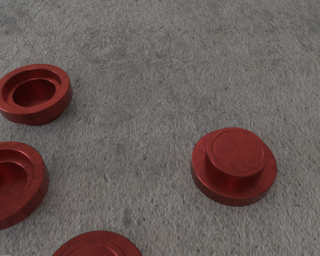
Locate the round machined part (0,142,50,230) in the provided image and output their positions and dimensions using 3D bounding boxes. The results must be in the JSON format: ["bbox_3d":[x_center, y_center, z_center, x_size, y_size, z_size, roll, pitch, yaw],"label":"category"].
[{"bbox_3d":[-0.170,0.066,0.336,0.099,0.042,0.098,0,50,0],"label":"round machined part"}]

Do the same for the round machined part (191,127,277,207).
[{"bbox_3d":[0.087,0.037,0.361,0.099,0.042,0.098,0,50,0],"label":"round machined part"}]

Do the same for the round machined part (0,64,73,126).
[{"bbox_3d":[-0.170,-0.041,0.426,0.099,0.042,0.098,0,50,0],"label":"round machined part"}]

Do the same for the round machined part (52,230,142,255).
[{"bbox_3d":[-0.059,0.138,0.275,0.099,0.042,0.098,0,50,0],"label":"round machined part"}]
